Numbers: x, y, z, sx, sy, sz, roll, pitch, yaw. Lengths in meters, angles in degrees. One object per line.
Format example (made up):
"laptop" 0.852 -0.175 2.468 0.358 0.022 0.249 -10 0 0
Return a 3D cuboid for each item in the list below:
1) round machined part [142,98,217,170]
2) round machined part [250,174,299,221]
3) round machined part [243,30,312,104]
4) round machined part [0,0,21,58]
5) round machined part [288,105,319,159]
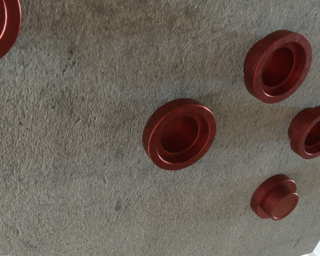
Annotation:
"round machined part" 0.022 0.005 0.410 0.099 0.042 0.097 -14 124 -21
"round machined part" 0.231 0.143 0.610 0.099 0.042 0.097 -14 124 -21
"round machined part" 0.156 -0.086 0.427 0.099 0.042 0.097 -14 124 -21
"round machined part" -0.165 -0.098 0.245 0.099 0.042 0.097 -14 124 -21
"round machined part" 0.266 0.003 0.543 0.099 0.042 0.097 -14 124 -21
